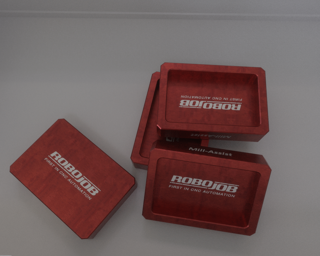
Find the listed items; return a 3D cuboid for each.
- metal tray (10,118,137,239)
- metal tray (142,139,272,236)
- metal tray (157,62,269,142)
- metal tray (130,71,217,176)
[{"bbox_3d":[-0.105,0.061,0.384,0.130,0.030,0.090,38,74,12],"label":"metal tray"},{"bbox_3d":[0.050,0.068,0.356,0.131,0.030,0.089,8,108,3],"label":"metal tray"},{"bbox_3d":[0.064,-0.033,0.386,0.131,0.030,0.090,3,70,1],"label":"metal tray"},{"bbox_3d":[0.021,-0.005,0.408,0.090,0.030,0.130,12,70,4],"label":"metal tray"}]
